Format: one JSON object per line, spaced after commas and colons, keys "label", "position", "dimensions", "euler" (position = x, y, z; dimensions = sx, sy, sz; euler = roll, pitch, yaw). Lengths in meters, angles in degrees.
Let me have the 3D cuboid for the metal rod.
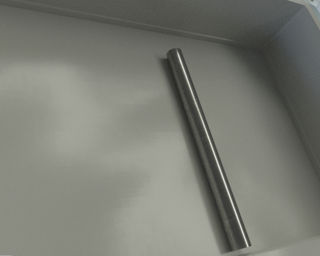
{"label": "metal rod", "position": [0.060, 0.013, 0.431], "dimensions": [0.025, 0.025, 0.299], "euler": [-2, 63, -30]}
